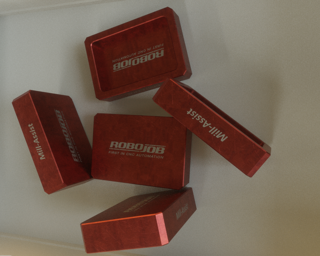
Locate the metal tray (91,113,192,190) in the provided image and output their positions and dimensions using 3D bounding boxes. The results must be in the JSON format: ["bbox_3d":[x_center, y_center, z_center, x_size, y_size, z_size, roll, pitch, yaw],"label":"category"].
[{"bbox_3d":[-0.026,0.028,0.413,0.130,0.030,0.089,4,91,19],"label":"metal tray"}]

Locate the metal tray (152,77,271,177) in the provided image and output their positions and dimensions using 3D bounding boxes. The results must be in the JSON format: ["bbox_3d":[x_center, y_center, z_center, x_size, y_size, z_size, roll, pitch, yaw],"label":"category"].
[{"bbox_3d":[0.062,-0.004,0.351,0.130,0.090,0.030,40,103,15],"label":"metal tray"}]

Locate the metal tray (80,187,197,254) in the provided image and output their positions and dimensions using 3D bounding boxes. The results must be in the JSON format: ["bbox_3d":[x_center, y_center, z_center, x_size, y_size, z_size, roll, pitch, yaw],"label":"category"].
[{"bbox_3d":[-0.017,0.101,0.357,0.090,0.130,0.030,-13,86,19],"label":"metal tray"}]

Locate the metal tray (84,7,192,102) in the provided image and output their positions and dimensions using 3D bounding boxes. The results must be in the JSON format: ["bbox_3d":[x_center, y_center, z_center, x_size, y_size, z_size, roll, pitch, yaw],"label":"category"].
[{"bbox_3d":[-0.031,-0.095,0.416,0.130,0.030,0.090,-14,85,19],"label":"metal tray"}]

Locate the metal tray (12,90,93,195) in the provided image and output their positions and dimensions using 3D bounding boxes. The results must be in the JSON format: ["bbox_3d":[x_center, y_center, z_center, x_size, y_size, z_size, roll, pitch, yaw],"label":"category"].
[{"bbox_3d":[-0.136,0.017,0.420,0.030,0.090,0.129,-26,82,17],"label":"metal tray"}]
